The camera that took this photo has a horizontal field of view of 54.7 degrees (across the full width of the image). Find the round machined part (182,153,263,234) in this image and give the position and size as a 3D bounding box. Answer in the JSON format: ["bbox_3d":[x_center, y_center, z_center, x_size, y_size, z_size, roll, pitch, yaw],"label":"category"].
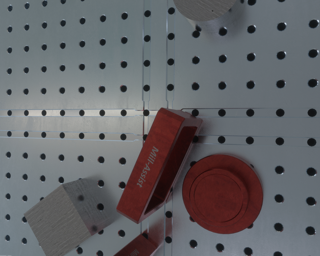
[{"bbox_3d":[0.074,0.081,0.377,0.098,0.042,0.097,0,90,20],"label":"round machined part"}]

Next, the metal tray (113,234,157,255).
[{"bbox_3d":[-0.061,0.192,0.378,0.030,0.130,0.090,37,102,16],"label":"metal tray"}]

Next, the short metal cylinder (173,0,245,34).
[{"bbox_3d":[0.061,-0.162,0.378,0.080,0.050,0.079,0,90,20],"label":"short metal cylinder"}]

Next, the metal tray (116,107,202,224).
[{"bbox_3d":[0.002,0.042,0.377,0.030,0.090,0.129,26,99,18],"label":"metal tray"}]

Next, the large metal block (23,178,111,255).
[{"bbox_3d":[-0.133,0.132,0.446,0.080,0.050,0.080,-38,78,16],"label":"large metal block"}]
